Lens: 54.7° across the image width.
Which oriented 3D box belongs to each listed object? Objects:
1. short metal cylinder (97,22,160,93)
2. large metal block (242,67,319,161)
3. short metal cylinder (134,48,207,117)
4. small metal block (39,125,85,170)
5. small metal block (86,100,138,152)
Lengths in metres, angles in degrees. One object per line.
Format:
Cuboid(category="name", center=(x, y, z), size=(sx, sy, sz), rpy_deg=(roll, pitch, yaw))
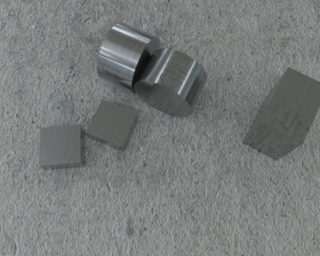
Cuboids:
Cuboid(category="short metal cylinder", center=(-0.041, -0.093, 0.413), size=(0.050, 0.080, 0.080), rpy_deg=(25, 72, 9))
Cuboid(category="large metal block", center=(0.152, -0.014, 0.385), size=(0.050, 0.080, 0.080), rpy_deg=(29, 73, 10))
Cuboid(category="short metal cylinder", center=(0.014, -0.057, 0.400), size=(0.080, 0.080, 0.050), rpy_deg=(24, 72, 8))
Cuboid(category="small metal block", center=(-0.125, 0.025, 0.398), size=(0.050, 0.025, 0.050), rpy_deg=(-5, 70, -2))
Cuboid(category="small metal block", center=(-0.062, -0.003, 0.409), size=(0.050, 0.025, 0.050), rpy_deg=(20, 71, 7))
